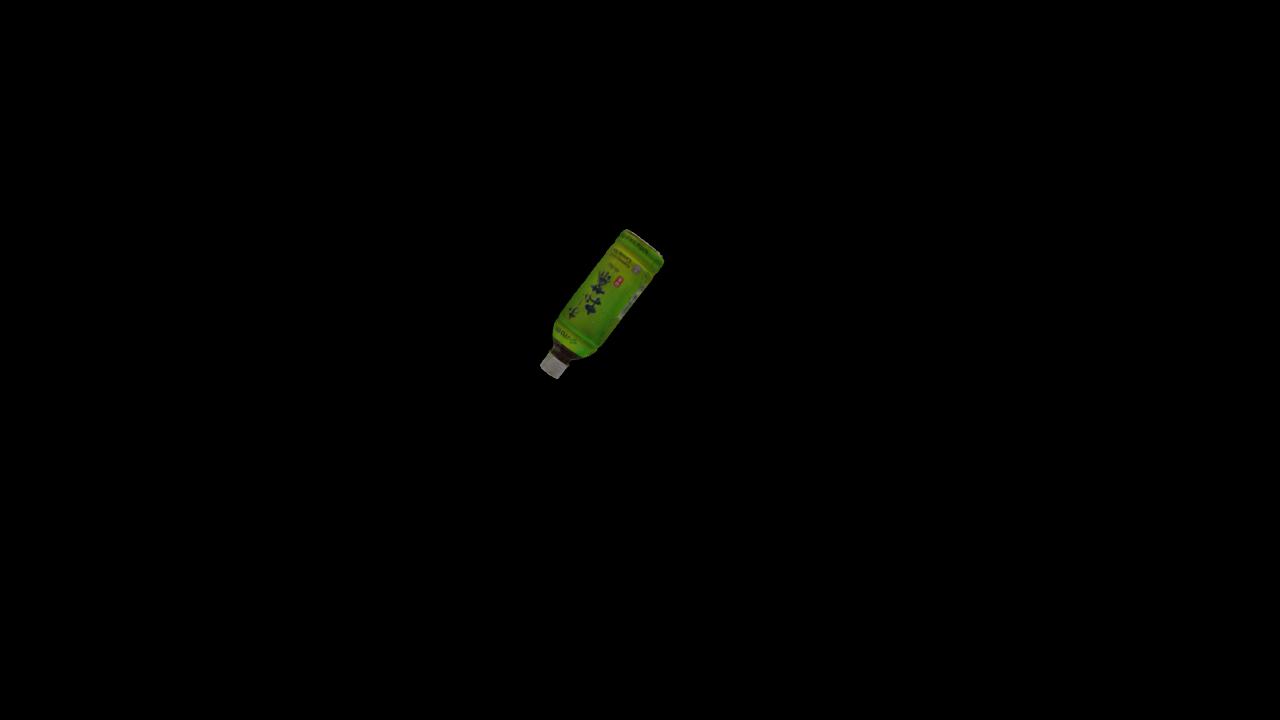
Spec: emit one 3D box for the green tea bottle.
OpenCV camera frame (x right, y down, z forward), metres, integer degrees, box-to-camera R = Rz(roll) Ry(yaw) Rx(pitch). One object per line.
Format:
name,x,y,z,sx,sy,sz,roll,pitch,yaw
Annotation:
green tea bottle,-0.055,-0.067,0.802,0.073,0.212,0.073,36,3,-2
